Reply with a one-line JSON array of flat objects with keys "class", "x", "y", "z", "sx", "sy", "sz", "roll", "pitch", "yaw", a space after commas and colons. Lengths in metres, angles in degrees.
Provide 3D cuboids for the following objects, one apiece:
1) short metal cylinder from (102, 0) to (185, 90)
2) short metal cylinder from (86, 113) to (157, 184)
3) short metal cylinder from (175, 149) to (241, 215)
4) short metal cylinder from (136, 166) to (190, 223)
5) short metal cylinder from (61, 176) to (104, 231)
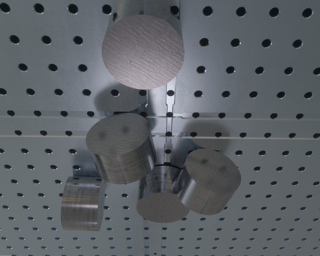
[{"class": "short metal cylinder", "x": -0.016, "y": -0.087, "z": 0.321, "sx": 0.081, "sy": 0.050, "sz": 0.079, "roll": 0, "pitch": 130, "yaw": 0}, {"class": "short metal cylinder", "x": -0.048, "y": 0.025, "z": 0.396, "sx": 0.080, "sy": 0.080, "sz": 0.050, "roll": -7, "pitch": 130, "yaw": 5}, {"class": "short metal cylinder", "x": 0.067, "y": 0.075, "z": 0.440, "sx": 0.081, "sy": 0.080, "sz": 0.050, "roll": 11, "pitch": 129, "yaw": -10}, {"class": "short metal cylinder", "x": 0.005, "y": 0.104, "z": 0.482, "sx": 0.080, "sy": 0.050, "sz": 0.079, "roll": 0, "pitch": 132, "yaw": 1}, {"class": "short metal cylinder", "x": -0.115, "y": 0.115, "z": 0.472, "sx": 0.050, "sy": 0.080, "sz": 0.079, "roll": 3, "pitch": 130, "yaw": -3}]
